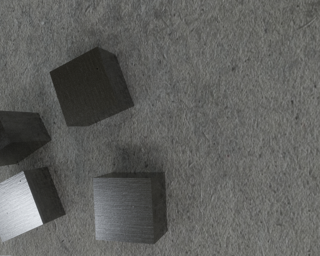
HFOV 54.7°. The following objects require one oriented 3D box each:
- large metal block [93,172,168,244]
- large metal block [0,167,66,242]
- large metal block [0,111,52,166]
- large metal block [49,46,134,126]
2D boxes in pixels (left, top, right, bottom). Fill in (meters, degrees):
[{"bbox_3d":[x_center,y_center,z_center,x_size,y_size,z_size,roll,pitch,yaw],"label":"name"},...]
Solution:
[{"bbox_3d":[-0.038,0.102,0.409,0.080,0.050,0.080,-3,89,20],"label":"large metal block"},{"bbox_3d":[-0.203,0.113,0.467,0.080,0.050,0.080,-27,81,18],"label":"large metal block"},{"bbox_3d":[-0.227,0.017,0.460,0.080,0.080,0.050,-32,80,17],"label":"large metal block"},{"bbox_3d":[-0.094,-0.054,0.429,0.080,0.050,0.080,-22,83,18],"label":"large metal block"}]
